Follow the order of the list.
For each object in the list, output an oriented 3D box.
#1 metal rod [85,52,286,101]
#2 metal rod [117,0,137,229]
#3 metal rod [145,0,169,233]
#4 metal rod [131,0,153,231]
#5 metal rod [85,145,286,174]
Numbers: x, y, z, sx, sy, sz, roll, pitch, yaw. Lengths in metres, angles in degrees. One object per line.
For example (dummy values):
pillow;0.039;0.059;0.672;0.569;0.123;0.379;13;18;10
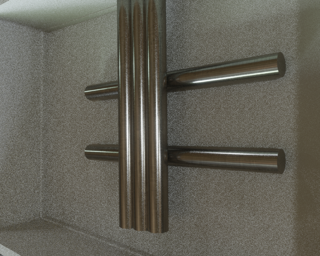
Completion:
metal rod;0.005;-0.059;0.402;0.300;0.025;0.025;-2;89;40
metal rod;-0.042;-0.021;0.407;0.025;0.025;0.298;-1;89;40
metal rod;-0.004;-0.026;0.375;0.025;0.025;0.298;-1;89;40
metal rod;-0.023;-0.024;0.390;0.025;0.025;0.298;-1;89;40
metal rod;0.005;0.036;0.402;0.300;0.025;0.025;-1;89;40
